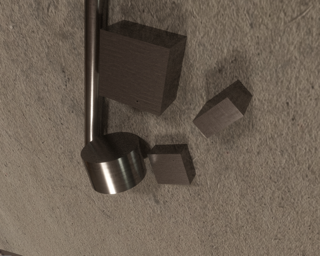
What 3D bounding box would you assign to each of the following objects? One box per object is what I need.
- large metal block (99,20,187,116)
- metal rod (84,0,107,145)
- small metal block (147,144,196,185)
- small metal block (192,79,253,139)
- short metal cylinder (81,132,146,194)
[{"bbox_3d":[-0.021,-0.071,0.357,0.080,0.050,0.079,20,126,16],"label":"large metal block"},{"bbox_3d":[-0.087,-0.067,0.409,0.025,0.025,0.298,21,126,15],"label":"metal rod"},{"bbox_3d":[0.017,0.050,0.428,0.050,0.025,0.050,-4,117,29],"label":"small metal block"},{"bbox_3d":[0.069,-0.021,0.340,0.025,0.050,0.050,48,129,-6],"label":"small metal block"},{"bbox_3d":[-0.063,0.047,0.432,0.080,0.080,0.050,2,120,27],"label":"short metal cylinder"}]
